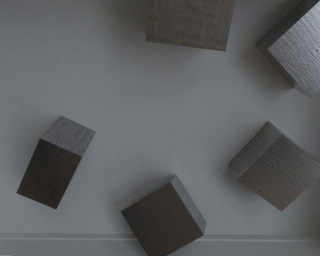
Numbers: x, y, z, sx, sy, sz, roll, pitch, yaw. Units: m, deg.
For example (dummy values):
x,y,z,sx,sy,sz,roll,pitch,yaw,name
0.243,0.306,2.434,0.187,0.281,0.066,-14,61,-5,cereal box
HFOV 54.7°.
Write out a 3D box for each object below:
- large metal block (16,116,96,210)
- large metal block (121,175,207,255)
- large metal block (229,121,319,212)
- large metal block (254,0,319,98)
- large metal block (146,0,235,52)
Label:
x,y,z,sx,sy,sz,roll,pitch,yaw,name
-0.129,0.041,0.396,0.050,0.080,0.080,26,108,-9,large metal block
0.007,0.124,0.429,0.080,0.050,0.080,-33,85,11,large metal block
0.156,0.051,0.418,0.080,0.050,0.080,36,106,-13,large metal block
0.175,-0.096,0.364,0.080,0.050,0.080,43,105,-14,large metal block
0.029,-0.118,0.338,0.081,0.080,0.050,7,110,-3,large metal block
